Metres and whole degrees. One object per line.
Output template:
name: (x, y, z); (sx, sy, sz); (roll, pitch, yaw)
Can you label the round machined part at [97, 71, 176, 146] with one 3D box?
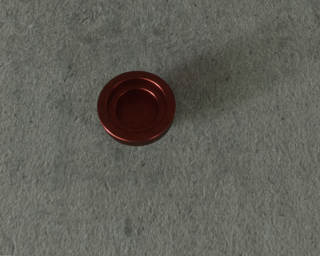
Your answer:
round machined part: (-0.030, -0.022, 0.407); (0.099, 0.042, 0.098); (0, 70, -1)
